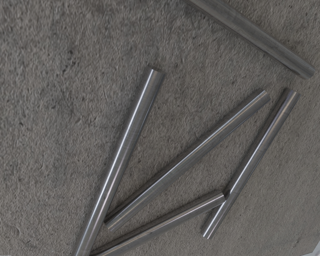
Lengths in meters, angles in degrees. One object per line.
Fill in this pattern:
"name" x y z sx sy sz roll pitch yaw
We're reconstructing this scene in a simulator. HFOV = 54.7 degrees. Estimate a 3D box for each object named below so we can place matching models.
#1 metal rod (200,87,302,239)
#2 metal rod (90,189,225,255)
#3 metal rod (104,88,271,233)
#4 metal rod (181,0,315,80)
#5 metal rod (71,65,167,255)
"metal rod" 0.148 0.070 0.530 0.025 0.025 0.298 14 111 -34
"metal rod" -0.029 0.173 0.497 0.302 0.025 0.025 -23 127 -15
"metal rod" 0.040 0.047 0.457 0.300 0.025 0.025 -40 129 -1
"metal rod" 0.109 -0.123 0.389 0.302 0.025 0.025 17 109 -35
"metal rod" -0.061 0.060 0.410 0.025 0.025 0.298 11 113 -33
